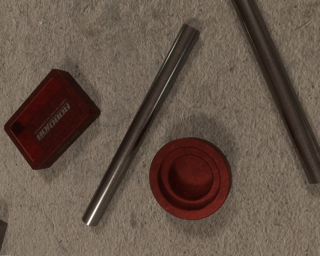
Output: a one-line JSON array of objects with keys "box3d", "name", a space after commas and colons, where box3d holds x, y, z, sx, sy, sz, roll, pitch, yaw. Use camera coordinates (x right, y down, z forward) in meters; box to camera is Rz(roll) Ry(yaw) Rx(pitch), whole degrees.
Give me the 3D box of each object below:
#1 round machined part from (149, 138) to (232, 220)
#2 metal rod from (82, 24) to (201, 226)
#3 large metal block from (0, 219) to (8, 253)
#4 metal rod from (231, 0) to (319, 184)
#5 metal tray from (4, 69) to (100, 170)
[{"box3d": [0.040, 0.060, 0.385, 0.098, 0.042, 0.097, 0, 90, 19], "name": "round machined part"}, {"box3d": [-0.030, 0.003, 0.418, 0.025, 0.025, 0.299, 31, 100, 17], "name": "metal rod"}, {"box3d": [-0.306, 0.182, 0.501, 0.080, 0.050, 0.080, 19, 96, 18], "name": "large metal block"}, {"box3d": [0.127, -0.081, 0.363, 0.025, 0.025, 0.299, -23, 83, 18], "name": "metal rod"}, {"box3d": [-0.163, -0.012, 0.461, 0.130, 0.030, 0.090, -44, 77, 14], "name": "metal tray"}]
